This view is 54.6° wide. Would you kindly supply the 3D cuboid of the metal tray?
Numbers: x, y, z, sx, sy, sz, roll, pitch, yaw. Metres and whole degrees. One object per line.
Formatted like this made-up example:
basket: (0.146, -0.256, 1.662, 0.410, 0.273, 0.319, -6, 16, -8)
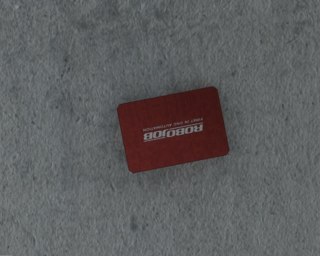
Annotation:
metal tray: (0.017, 0.002, 0.408, 0.131, 0.030, 0.090, -11, 90, 0)
